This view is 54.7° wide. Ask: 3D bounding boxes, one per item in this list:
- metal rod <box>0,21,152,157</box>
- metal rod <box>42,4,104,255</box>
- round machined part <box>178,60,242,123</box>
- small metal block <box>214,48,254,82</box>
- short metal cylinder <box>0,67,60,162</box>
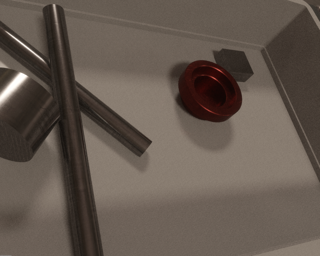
[{"bbox_3d":[-0.134,-0.067,0.374,0.300,0.025,0.025,39,51,-3],"label":"metal rod"},{"bbox_3d":[-0.096,-0.003,0.333,0.025,0.025,0.299,-3,70,-30],"label":"metal rod"},{"bbox_3d":[0.071,-0.050,0.466,0.099,0.042,0.098,14,56,-21],"label":"round machined part"},{"bbox_3d":[0.130,-0.110,0.545,0.050,0.025,0.050,-1,62,-29],"label":"small metal block"},{"bbox_3d":[-0.146,-0.011,0.299,0.080,0.080,0.050,30,52,-10],"label":"short metal cylinder"}]
